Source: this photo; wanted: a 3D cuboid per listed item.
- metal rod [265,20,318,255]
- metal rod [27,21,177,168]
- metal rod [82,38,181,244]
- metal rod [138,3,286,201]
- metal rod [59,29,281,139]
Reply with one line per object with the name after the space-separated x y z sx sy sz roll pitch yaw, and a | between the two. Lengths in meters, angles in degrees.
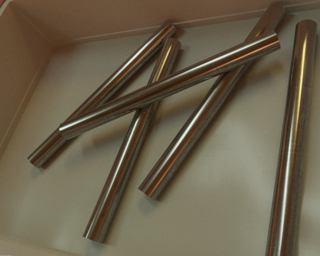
0.142 0.005 0.327 0.025 0.025 0.300 3 63 29 | metal rod
-0.087 -0.054 0.482 0.300 0.025 0.025 -46 51 -4 | metal rod
-0.029 0.001 0.418 0.025 0.025 0.300 8 65 31 | metal rod
0.072 -0.040 0.391 0.025 0.025 0.300 28 77 37 | metal rod
0.001 -0.050 0.400 0.301 0.025 0.025 -22 54 14 | metal rod
